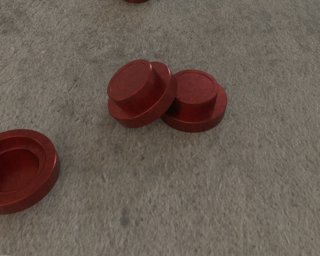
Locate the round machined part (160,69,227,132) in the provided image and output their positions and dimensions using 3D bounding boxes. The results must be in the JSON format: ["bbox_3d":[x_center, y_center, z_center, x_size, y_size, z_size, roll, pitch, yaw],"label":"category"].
[{"bbox_3d":[0.044,-0.044,0.430,0.099,0.042,0.098,0,50,0],"label":"round machined part"}]

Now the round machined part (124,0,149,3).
[{"bbox_3d":[-0.049,-0.293,0.638,0.099,0.042,0.098,0,50,0],"label":"round machined part"}]

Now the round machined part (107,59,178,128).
[{"bbox_3d":[-0.030,-0.051,0.407,0.098,0.042,0.098,-19,47,23],"label":"round machined part"}]

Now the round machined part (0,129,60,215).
[{"bbox_3d":[-0.162,0.052,0.347,0.099,0.042,0.098,0,50,0],"label":"round machined part"}]
